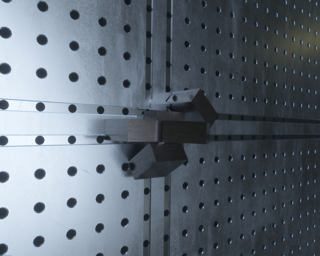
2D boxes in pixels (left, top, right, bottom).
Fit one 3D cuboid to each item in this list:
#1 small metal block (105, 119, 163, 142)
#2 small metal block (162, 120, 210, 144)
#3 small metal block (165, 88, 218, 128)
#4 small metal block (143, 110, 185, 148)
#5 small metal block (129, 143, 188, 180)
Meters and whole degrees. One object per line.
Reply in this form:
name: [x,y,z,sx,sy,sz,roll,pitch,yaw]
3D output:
small metal block: [-0.030,0.003,0.366,0.050,0.050,0.025,2,89,-39]
small metal block: [0.033,0.005,0.374,0.050,0.050,0.025,7,85,-77]
small metal block: [0.044,-0.026,0.428,0.050,0.050,0.025,51,60,-28]
small metal block: [0.006,0.003,0.413,0.050,0.025,0.050,2,89,-41]
small metal block: [-0.002,0.041,0.387,0.050,0.050,0.025,2,58,-40]
